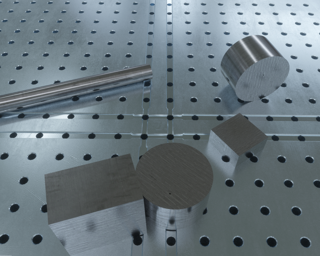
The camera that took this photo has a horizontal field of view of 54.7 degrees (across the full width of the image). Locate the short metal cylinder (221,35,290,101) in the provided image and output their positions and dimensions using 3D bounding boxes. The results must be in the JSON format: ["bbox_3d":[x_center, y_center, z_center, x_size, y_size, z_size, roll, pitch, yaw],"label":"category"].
[{"bbox_3d":[0.134,-0.084,0.444,0.081,0.080,0.050,-13,51,-11],"label":"short metal cylinder"}]

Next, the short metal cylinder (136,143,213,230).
[{"bbox_3d":[0.015,0.063,0.339,0.081,0.050,0.080,0,50,0],"label":"short metal cylinder"}]

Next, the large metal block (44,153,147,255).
[{"bbox_3d":[-0.060,0.077,0.306,0.081,0.080,0.050,-13,52,-11],"label":"large metal block"}]

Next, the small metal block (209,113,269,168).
[{"bbox_3d":[0.099,0.015,0.396,0.050,0.025,0.050,-28,56,-22],"label":"small metal block"}]

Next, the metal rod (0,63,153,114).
[{"bbox_3d":[-0.158,-0.050,0.448,0.302,0.025,0.025,-15,52,-13],"label":"metal rod"}]
